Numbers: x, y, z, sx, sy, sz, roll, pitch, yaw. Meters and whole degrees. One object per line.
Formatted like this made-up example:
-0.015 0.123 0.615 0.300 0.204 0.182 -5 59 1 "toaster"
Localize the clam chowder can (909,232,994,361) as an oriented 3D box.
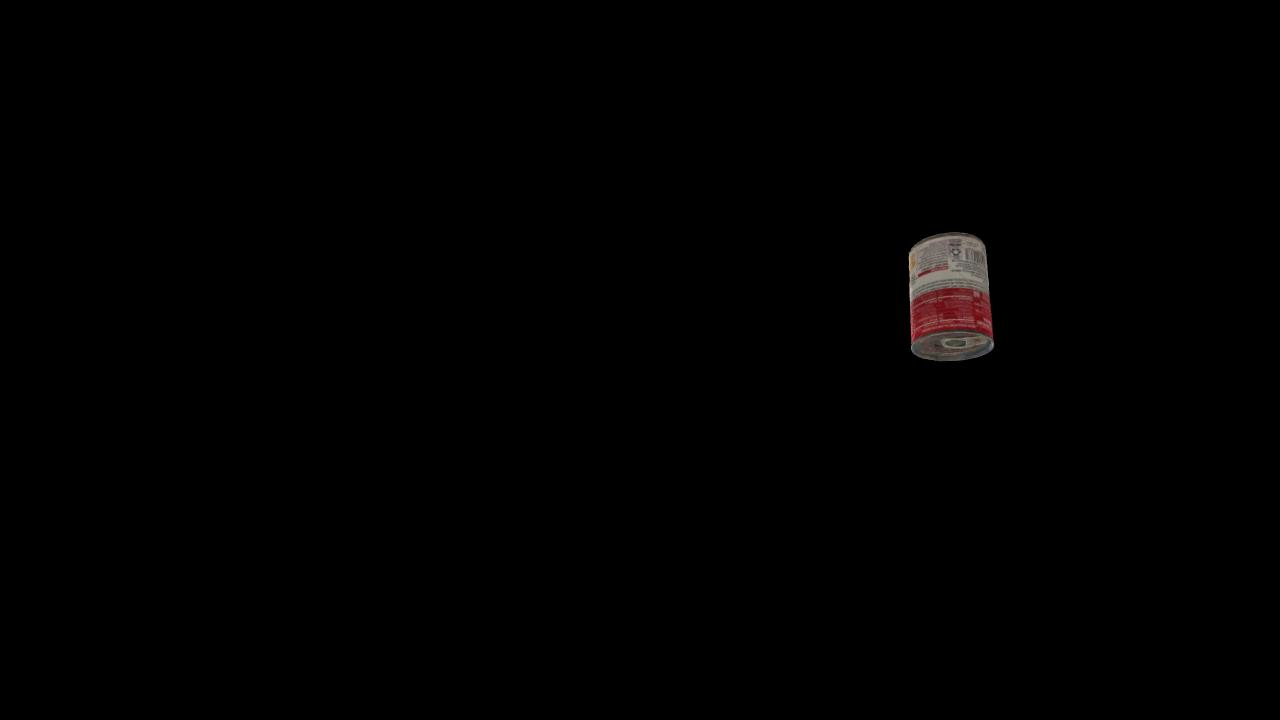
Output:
0.286 -0.058 0.570 0.068 0.102 0.068 6 -20 2 "clam chowder can"
